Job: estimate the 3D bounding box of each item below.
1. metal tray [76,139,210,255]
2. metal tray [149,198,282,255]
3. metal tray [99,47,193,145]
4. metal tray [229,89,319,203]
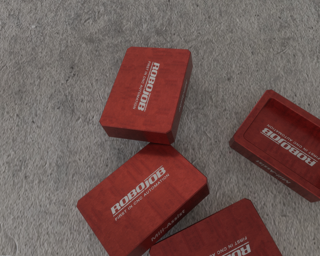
[{"bbox_3d":[-0.019,0.080,0.360,0.130,0.030,0.090,-39,54,-13],"label":"metal tray"},{"bbox_3d":[0.064,0.149,0.351,0.131,0.030,0.090,-24,72,-9],"label":"metal tray"},{"bbox_3d":[-0.014,-0.047,0.403,0.090,0.030,0.130,7,61,15],"label":"metal tray"},{"bbox_3d":[0.168,0.021,0.398,0.130,0.030,0.090,36,74,12],"label":"metal tray"}]
